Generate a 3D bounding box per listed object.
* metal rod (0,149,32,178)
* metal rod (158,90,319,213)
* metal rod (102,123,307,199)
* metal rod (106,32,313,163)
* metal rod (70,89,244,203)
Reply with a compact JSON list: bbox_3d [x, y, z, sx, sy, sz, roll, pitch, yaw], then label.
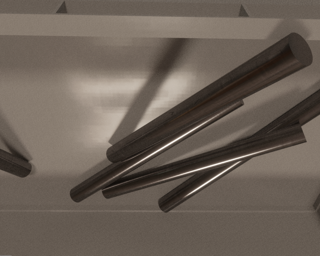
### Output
[{"bbox_3d":[-0.242,0.002,0.330,0.025,0.025,0.300,-13,153,11],"label":"metal rod"},{"bbox_3d":[0.107,0.046,0.449,0.025,0.025,0.299,35,122,-26],"label":"metal rod"},{"bbox_3d":[0.046,0.053,0.437,0.300,0.025,0.025,-20,128,22],"label":"metal rod"},{"bbox_3d":[0.015,-0.008,0.325,0.025,0.025,0.299,28,149,-22],"label":"metal rod"},{"bbox_3d":[-0.020,0.035,0.438,0.300,0.025,0.025,-33,123,24],"label":"metal rod"}]
